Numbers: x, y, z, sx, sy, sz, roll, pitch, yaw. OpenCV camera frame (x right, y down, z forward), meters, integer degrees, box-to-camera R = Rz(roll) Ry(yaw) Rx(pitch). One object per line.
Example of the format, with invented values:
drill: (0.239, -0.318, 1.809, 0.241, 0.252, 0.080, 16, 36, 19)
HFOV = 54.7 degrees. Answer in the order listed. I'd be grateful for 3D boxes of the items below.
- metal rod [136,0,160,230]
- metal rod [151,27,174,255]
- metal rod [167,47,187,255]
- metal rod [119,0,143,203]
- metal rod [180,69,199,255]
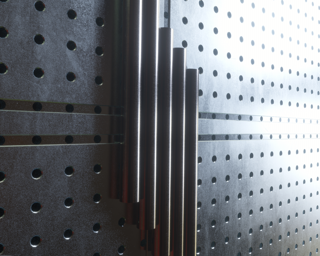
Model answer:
metal rod: (-0.015, -0.023, 0.397, 0.025, 0.025, 0.298, 2, 89, -40)
metal rod: (0.004, 0.018, 0.413, 0.025, 0.025, 0.298, 2, 89, -40)
metal rod: (0.022, 0.040, 0.429, 0.025, 0.025, 0.298, 2, 89, -40)
metal rod: (-0.035, -0.060, 0.381, 0.025, 0.025, 0.298, 1, 89, -40)
metal rod: (0.041, 0.066, 0.445, 0.025, 0.025, 0.298, 2, 89, -40)
